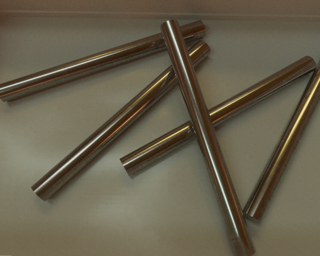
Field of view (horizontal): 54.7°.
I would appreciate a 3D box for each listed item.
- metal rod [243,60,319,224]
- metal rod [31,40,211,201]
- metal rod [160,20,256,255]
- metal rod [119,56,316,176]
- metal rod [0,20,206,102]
[{"bbox_3d":[0.188,-0.011,0.415,0.025,0.025,0.300,31,72,10],"label":"metal rod"},{"bbox_3d":[-0.042,-0.019,0.415,0.301,0.025,0.025,-43,76,-14],"label":"metal rod"},{"bbox_3d":[0.055,0.005,0.383,0.025,0.025,0.299,-16,80,-6],"label":"metal rod"},{"bbox_3d":[0.085,-0.021,0.418,0.302,0.025,0.025,-29,73,-11],"label":"metal rod"},{"bbox_3d":[-0.077,-0.098,0.444,0.302,0.025,0.025,-20,72,-8],"label":"metal rod"}]
